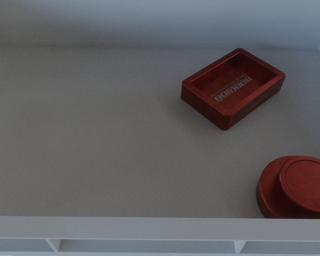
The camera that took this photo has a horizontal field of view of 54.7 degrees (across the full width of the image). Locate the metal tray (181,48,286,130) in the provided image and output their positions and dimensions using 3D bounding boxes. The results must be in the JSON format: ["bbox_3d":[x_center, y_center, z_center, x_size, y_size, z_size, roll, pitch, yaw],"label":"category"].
[{"bbox_3d":[0.107,-0.062,0.454,0.131,0.030,0.090,-33,58,-25],"label":"metal tray"}]

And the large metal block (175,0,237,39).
[{"bbox_3d":[0.079,-0.213,0.547,0.081,0.050,0.080,17,40,-22],"label":"large metal block"}]

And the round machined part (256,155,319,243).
[{"bbox_3d":[0.160,0.070,0.338,0.099,0.042,0.098,0,50,0],"label":"round machined part"}]
